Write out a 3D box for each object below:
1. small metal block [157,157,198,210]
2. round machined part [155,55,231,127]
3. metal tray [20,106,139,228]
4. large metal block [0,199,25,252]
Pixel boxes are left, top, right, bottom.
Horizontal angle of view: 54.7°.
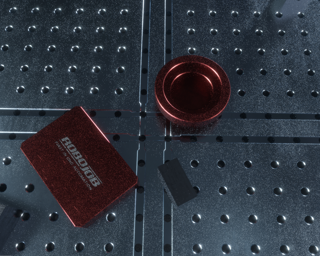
[{"bbox_3d":[0.020,0.069,0.374,0.025,0.050,0.050,-25,72,-9],"label":"small metal block"},{"bbox_3d":[0.042,-0.046,0.420,0.099,0.042,0.098,0,70,-1],"label":"round machined part"},{"bbox_3d":[-0.100,0.047,0.391,0.090,0.030,0.130,-37,75,-13],"label":"metal tray"},{"bbox_3d":[-0.222,0.113,0.354,0.080,0.050,0.080,22,71,7],"label":"large metal block"}]
